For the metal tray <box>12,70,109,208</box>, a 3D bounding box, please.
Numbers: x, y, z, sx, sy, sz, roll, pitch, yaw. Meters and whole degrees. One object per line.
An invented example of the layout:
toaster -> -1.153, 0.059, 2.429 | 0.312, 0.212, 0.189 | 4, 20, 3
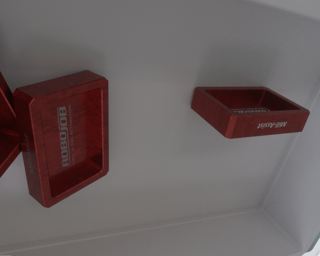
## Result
metal tray -> -0.099, 0.011, 0.334 | 0.091, 0.030, 0.129 | -28, 133, -44

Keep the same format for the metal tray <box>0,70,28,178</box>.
metal tray -> -0.165, -0.008, 0.258 | 0.030, 0.090, 0.129 | 11, 138, 15

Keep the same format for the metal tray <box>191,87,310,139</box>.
metal tray -> 0.120, -0.025, 0.416 | 0.131, 0.090, 0.030 | -4, 120, -27
